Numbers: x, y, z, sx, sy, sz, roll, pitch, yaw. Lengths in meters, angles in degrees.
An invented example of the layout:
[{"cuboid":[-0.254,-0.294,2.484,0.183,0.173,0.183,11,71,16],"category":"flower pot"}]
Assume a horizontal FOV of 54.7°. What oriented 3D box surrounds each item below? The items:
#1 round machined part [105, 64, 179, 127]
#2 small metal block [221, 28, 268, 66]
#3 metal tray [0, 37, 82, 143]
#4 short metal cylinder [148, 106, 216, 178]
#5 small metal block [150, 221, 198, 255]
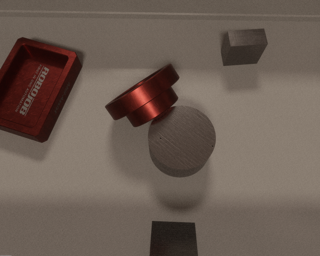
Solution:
[{"cuboid":[-0.016,-0.037,0.391,0.098,0.098,0.042,-36,102,-12],"category":"round machined part"},{"cuboid":[0.118,-0.114,0.439,0.050,0.050,0.025,-5,70,-2],"category":"small metal block"},{"cuboid":[-0.175,-0.054,0.424,0.090,0.030,0.130,17,71,5],"category":"metal tray"},{"cuboid":[0.026,0.018,0.390,0.081,0.050,0.080,0,70,-1],"category":"short metal cylinder"},{"cuboid":[0.015,0.133,0.347,0.050,0.025,0.050,2,28,0],"category":"small metal block"}]
